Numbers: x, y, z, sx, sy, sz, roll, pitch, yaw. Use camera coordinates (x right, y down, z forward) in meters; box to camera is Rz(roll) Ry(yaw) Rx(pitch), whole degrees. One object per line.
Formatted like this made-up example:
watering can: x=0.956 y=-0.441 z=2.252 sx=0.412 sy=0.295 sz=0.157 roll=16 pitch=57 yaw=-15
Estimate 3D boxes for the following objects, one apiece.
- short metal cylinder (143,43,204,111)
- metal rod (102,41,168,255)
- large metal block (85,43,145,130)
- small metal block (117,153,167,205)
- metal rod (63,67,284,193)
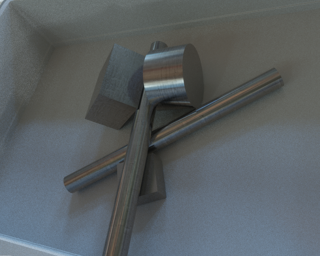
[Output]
short metal cylinder: x=0.019 y=-0.063 z=0.395 sx=0.050 sy=0.080 sz=0.080 roll=-3 pitch=60 yaw=25
metal rod: x=-0.025 y=0.014 z=0.373 sx=0.025 sy=0.025 sz=0.300 roll=-4 pitch=58 yaw=25
large metal block: x=-0.060 y=-0.053 z=0.425 sx=0.080 sy=0.050 sz=0.080 roll=-40 pitch=34 yaw=57
small metal block: x=-0.023 y=0.064 z=0.376 sx=0.050 sy=0.025 sz=0.050 roll=-19 pitch=54 yaw=16
metal rod: x=0.009 y=0.008 z=0.392 sx=0.301 sy=0.025 sz=0.025 roll=-28 pitch=53 yaw=10
